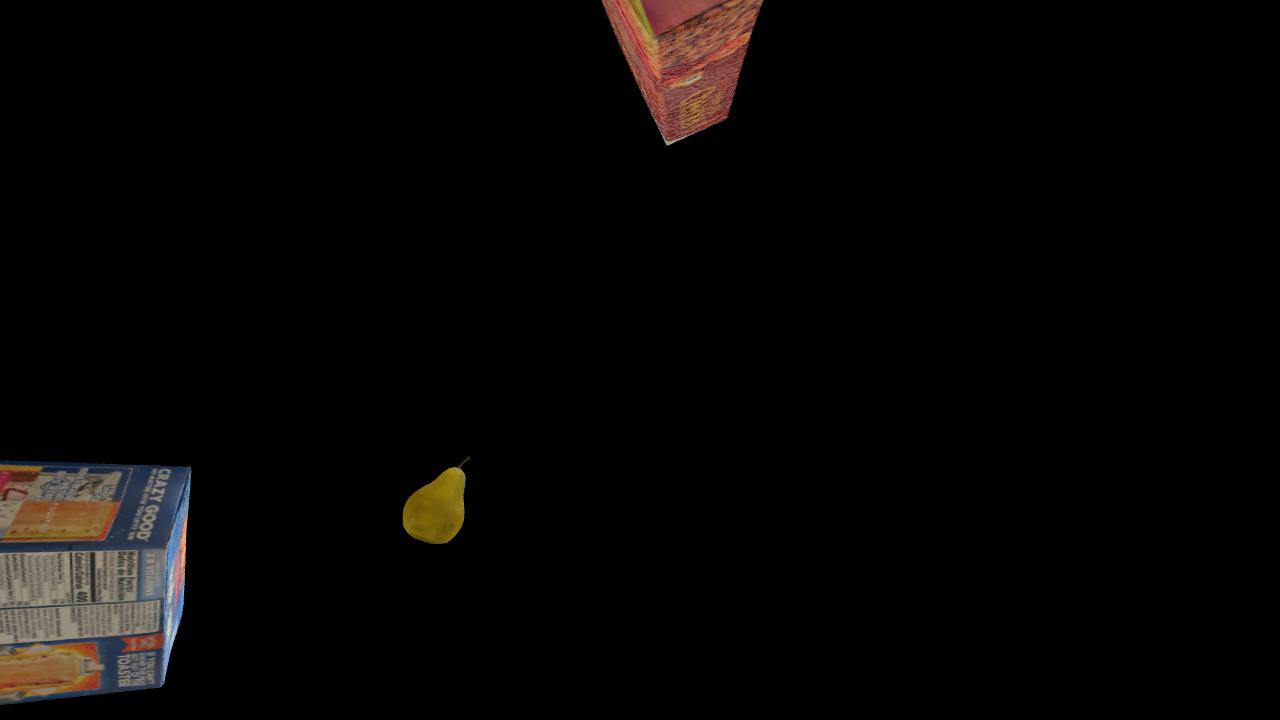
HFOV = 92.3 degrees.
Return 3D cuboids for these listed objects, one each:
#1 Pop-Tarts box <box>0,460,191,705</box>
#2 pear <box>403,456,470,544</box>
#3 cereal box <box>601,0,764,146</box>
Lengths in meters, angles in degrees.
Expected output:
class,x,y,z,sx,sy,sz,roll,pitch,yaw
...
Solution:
class,x,y,z,sx,sy,sz,roll,pitch,yaw
Pop-Tarts box,-0.413,0.158,0.436,0.141,0.167,0.083,8,32,-29
pear,-0.250,0.172,0.776,0.080,0.111,0.080,13,-29,7
cereal box,0.008,-0.296,0.464,0.081,0.203,0.306,-23,7,6
